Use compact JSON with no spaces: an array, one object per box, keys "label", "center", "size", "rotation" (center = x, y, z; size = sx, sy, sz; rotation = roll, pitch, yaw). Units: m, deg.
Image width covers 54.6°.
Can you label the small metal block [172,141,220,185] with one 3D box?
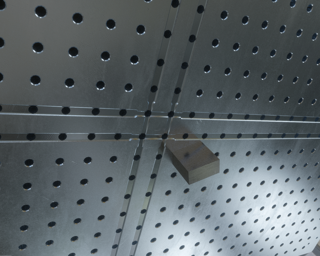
[{"label":"small metal block","center":[0.052,0.050,0.453],"size":[0.050,0.050,0.025],"rotation":[-19,126,-18]}]
